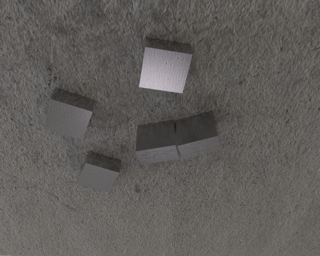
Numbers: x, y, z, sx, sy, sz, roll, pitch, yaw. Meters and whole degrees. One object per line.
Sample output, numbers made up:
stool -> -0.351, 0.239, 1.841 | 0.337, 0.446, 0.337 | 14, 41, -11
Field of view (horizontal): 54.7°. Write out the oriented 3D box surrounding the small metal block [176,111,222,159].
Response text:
small metal block -> 0.049, 0.008, 0.398 | 0.050, 0.050, 0.025 | -15, 129, 12

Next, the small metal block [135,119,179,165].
small metal block -> -0.003, 0.018, 0.406 | 0.050, 0.050, 0.025 | -10, 130, 8

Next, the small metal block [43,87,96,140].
small metal block -> -0.114, -0.017, 0.391 | 0.050, 0.025, 0.050 | 18, 128, -15

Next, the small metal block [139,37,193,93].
small metal block -> 0.005, -0.070, 0.348 | 0.050, 0.025, 0.050 | 7, 130, -7

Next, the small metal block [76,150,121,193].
small metal block -> -0.091, 0.066, 0.462 | 0.050, 0.025, 0.050 | 19, 127, -16
